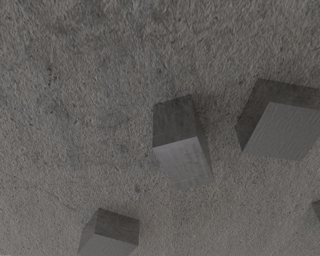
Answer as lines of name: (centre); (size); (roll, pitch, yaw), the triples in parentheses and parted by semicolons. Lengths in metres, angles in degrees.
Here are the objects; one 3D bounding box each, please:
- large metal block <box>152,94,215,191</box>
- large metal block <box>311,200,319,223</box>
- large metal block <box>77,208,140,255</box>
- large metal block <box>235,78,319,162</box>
large metal block: (0.029, 0.018, 0.386); (0.050, 0.080, 0.080); (-16, 129, 13)
large metal block: (0.319, 0.150, 0.522); (0.080, 0.050, 0.080); (-32, 123, 24)
large metal block: (-0.092, 0.197, 0.557); (0.080, 0.050, 0.080); (23, 126, -19)
large metal block: (0.150, -0.009, 0.385); (0.081, 0.050, 0.079); (9, 130, -8)
